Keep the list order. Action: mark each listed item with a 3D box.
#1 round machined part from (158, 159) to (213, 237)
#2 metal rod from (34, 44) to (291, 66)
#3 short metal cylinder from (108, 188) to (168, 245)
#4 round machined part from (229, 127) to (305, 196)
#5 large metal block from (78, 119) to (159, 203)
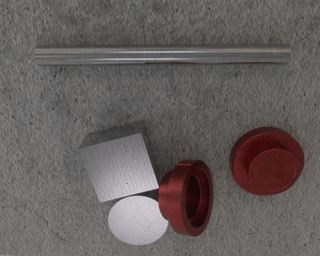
[{"bbox_3d":[0.033,0.090,0.412,0.042,0.099,0.097,-2,113,32],"label":"round machined part"},{"bbox_3d":[0.004,-0.089,0.377,0.302,0.025,0.025,0,110,0],"label":"metal rod"},{"bbox_3d":[-0.029,0.117,0.439,0.081,0.050,0.079,0,110,0],"label":"short metal cylinder"},{"bbox_3d":[0.148,0.051,0.421,0.099,0.042,0.097,0,110,0],"label":"round machined part"},{"bbox_3d":[-0.051,0.043,0.412,0.080,0.050,0.080,-15,110,5],"label":"large metal block"}]
